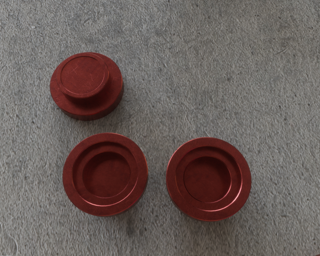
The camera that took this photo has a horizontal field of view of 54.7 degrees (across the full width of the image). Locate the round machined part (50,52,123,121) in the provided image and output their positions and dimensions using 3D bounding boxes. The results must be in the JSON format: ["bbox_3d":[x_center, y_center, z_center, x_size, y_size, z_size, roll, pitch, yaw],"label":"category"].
[{"bbox_3d":[-0.101,-0.062,0.421,0.099,0.042,0.098,0,70,0],"label":"round machined part"}]

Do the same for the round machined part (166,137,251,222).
[{"bbox_3d":[0.056,0.063,0.376,0.099,0.042,0.098,0,70,0],"label":"round machined part"}]

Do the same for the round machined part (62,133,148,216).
[{"bbox_3d":[-0.063,0.058,0.377,0.099,0.042,0.098,0,70,0],"label":"round machined part"}]
